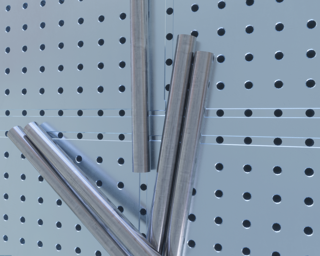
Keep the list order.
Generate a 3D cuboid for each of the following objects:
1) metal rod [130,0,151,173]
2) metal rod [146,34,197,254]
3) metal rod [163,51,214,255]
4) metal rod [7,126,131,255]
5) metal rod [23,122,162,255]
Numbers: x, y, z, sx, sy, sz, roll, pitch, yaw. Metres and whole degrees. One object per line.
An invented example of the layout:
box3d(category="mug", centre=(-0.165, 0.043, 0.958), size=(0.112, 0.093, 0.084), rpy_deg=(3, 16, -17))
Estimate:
box3d(category="metal rod", centre=(-0.027, -0.090, 0.421), size=(0.025, 0.025, 0.298), rpy_deg=(-1, 90, 19))
box3d(category="metal rod", centre=(0.012, 0.030, 0.407), size=(0.025, 0.025, 0.298), rpy_deg=(10, 93, 19))
box3d(category="metal rod", centre=(0.034, 0.053, 0.399), size=(0.025, 0.025, 0.298), rpy_deg=(10, 93, 19))
box3d(category="metal rod", centre=(-0.126, 0.106, 0.455), size=(0.300, 0.025, 0.025), rpy_deg=(44, 103, 14))
box3d(category="metal rod", centre=(-0.095, 0.092, 0.428), size=(0.300, 0.025, 0.025), rpy_deg=(41, 103, 21))
